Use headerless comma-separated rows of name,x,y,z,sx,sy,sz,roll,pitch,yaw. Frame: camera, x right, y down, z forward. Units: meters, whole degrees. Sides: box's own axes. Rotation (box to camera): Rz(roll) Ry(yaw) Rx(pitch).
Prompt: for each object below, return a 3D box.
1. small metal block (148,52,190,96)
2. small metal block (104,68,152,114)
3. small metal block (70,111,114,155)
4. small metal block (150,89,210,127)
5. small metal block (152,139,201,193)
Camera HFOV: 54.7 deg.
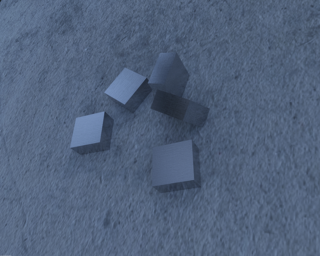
small metal block,0.013,-0.066,0.420,0.025,0.050,0.050,6,65,31
small metal block,-0.046,-0.056,0.461,0.050,0.025,0.050,31,78,37
small metal block,-0.098,0.008,0.448,0.050,0.025,0.050,-11,57,22
small metal block,0.026,-0.024,0.385,0.050,0.050,0.025,23,95,36
small metal block,0.019,0.046,0.365,0.050,0.025,0.050,-13,56,20
